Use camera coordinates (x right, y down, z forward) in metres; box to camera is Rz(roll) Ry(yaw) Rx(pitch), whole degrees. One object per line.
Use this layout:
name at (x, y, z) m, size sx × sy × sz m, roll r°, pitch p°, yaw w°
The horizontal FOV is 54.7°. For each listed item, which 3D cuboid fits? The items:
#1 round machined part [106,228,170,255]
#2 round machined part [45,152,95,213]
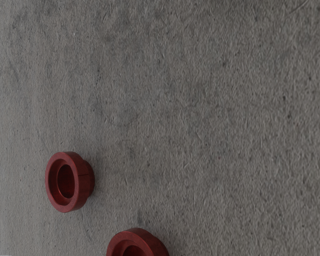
round machined part at (-0.024, 0.183, 0.414) m, size 0.098 × 0.042 × 0.097 m, roll 0°, pitch 90°, yaw 40°
round machined part at (-0.146, 0.087, 0.515) m, size 0.098 × 0.042 × 0.097 m, roll 0°, pitch 90°, yaw 40°
